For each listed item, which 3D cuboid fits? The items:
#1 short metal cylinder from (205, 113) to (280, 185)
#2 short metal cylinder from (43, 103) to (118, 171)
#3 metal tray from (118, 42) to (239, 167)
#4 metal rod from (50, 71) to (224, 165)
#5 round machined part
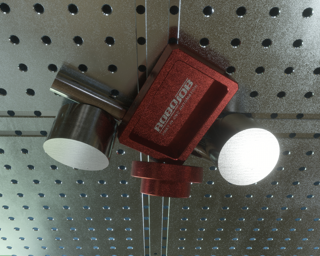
[{"bbox_3d":[0.105,0.027,0.403,0.081,0.050,0.079,-4,114,-10],"label":"short metal cylinder"},{"bbox_3d":[-0.097,0.013,0.390,0.080,0.050,0.080,8,147,5],"label":"short metal cylinder"},{"bbox_3d":[0.019,-0.023,0.370,0.090,0.030,0.129,25,112,-20],"label":"metal tray"},{"bbox_3d":[0.004,0.005,0.415,0.302,0.025,0.025,25,126,-20],"label":"metal rod"},{"bbox_3d":[0.009,0.071,0.425,0.099,0.042,0.098,6,173,1],"label":"round machined part"}]
